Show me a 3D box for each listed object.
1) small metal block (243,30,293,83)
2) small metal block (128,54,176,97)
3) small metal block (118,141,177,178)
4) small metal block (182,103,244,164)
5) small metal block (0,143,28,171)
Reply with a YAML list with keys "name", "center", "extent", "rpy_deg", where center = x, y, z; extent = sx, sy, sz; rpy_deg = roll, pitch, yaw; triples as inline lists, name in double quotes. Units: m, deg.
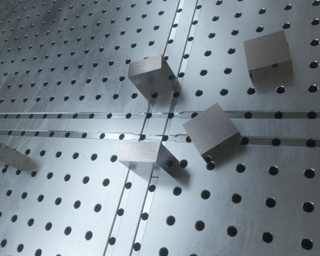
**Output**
- name: "small metal block"
  center: [0.136, -0.090, 0.392]
  extent: [0.050, 0.025, 0.050]
  rpy_deg: [-12, 57, 21]
- name: "small metal block"
  center: [-0.011, -0.073, 0.441]
  extent: [0.050, 0.050, 0.025]
  rpy_deg: [-11, 57, 22]
- name: "small metal block"
  center: [-0.014, 0.039, 0.375]
  extent: [0.050, 0.050, 0.025]
  rpy_deg: [-1, 62, 27]
- name: "small metal block"
  center: [0.063, 0.006, 0.371]
  extent: [0.050, 0.025, 0.050]
  rpy_deg: [-33, 52, 6]
- name: "small metal block"
  center: [-0.252, 0.044, 0.495]
  extent: [0.050, 0.050, 0.025]
  rpy_deg: [4, 64, 30]
